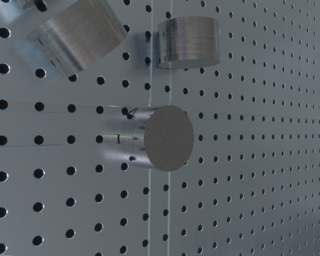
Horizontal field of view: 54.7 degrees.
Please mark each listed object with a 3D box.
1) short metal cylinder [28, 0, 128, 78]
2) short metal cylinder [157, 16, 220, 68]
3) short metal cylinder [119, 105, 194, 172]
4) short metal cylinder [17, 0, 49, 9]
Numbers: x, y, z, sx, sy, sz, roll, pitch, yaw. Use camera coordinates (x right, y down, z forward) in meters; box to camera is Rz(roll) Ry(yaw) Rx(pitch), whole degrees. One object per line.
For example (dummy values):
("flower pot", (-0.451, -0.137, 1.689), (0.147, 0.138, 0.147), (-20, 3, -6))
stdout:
("short metal cylinder", (-0.079, -0.093, 0.306), (0.080, 0.080, 0.050), (-49, 119, -29))
("short metal cylinder", (0.037, -0.108, 0.404), (0.081, 0.080, 0.050), (-5, 93, -40))
("short metal cylinder", (-0.003, 0.012, 0.390), (0.081, 0.050, 0.080), (0, 90, -40))
("short metal cylinder", (-0.106, -0.152, 0.284), (0.080, 0.080, 0.050), (-43, 116, -31))
